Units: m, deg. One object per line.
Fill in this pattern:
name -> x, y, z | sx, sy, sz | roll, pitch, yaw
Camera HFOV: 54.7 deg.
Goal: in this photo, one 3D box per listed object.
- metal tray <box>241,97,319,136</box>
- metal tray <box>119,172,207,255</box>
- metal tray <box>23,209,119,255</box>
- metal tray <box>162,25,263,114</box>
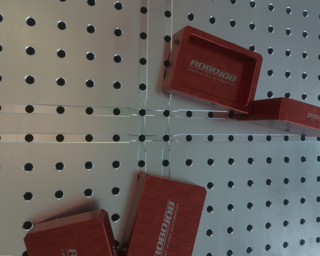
metal tray -> 0.199, -0.013, 0.453 | 0.131, 0.090, 0.030 | 12, 86, -20
metal tray -> 0.003, 0.133, 0.413 | 0.091, 0.030, 0.129 | 16, 85, -20
metal tray -> -0.093, 0.169, 0.360 | 0.091, 0.030, 0.129 | -13, 95, 1
metal tray -> 0.077, -0.078, 0.439 | 0.131, 0.030, 0.090 | 15, 85, -20
